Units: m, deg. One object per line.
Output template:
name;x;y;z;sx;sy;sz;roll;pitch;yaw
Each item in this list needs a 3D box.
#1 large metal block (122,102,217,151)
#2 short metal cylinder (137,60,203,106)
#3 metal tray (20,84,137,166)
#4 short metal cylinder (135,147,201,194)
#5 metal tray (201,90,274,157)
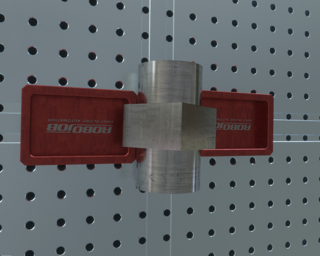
large metal block;0.013;-0.001;0.373;0.080;0.080;0.050;3;88;-54
short metal cylinder;0.012;-0.051;0.387;0.081;0.080;0.050;1;90;-20
metal tray;-0.095;-0.002;0.374;0.131;0.030;0.089;1;90;-20
short metal cylinder;0.010;0.049;0.387;0.081;0.080;0.050;2;90;-20
metal tray;0.101;-0.006;0.447;0.131;0.030;0.089;1;90;-20
